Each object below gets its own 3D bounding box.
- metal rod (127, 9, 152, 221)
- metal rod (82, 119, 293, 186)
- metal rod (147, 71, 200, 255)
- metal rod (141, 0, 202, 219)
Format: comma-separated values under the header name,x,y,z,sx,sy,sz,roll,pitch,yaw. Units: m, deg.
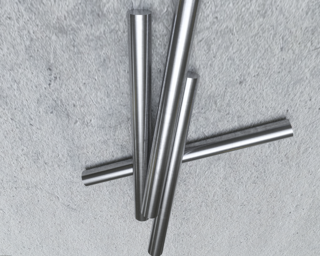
name,x,y,z,sx,sy,sz,roll,pitch,yaw
metal rod,-0.023,0.009,0.391,0.025,0.025,0.298,1,123,-1
metal rod,0.029,0.038,0.439,0.301,0.025,0.025,-15,129,12
metal rod,0.013,0.068,0.427,0.025,0.025,0.298,6,119,-5
metal rod,0.008,-0.010,0.363,0.025,0.025,0.298,7,119,-6
